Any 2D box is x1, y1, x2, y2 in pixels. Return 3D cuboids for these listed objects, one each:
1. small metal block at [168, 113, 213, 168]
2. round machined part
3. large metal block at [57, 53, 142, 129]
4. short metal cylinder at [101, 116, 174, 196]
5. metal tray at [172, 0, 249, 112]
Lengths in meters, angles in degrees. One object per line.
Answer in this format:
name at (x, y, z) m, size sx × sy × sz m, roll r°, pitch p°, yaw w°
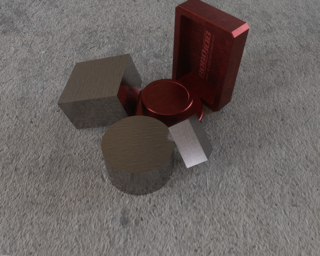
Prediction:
small metal block at (0.038, 0.013, 0.364) m, size 0.025 × 0.050 × 0.050 m, roll -25°, pitch 92°, yaw 19°
round machined part at (0.009, -0.029, 0.420) m, size 0.099 × 0.042 × 0.098 m, roll 0°, pitch 50°, yaw 0°
large metal block at (-0.076, -0.048, 0.412) m, size 0.080 × 0.050 × 0.080 m, roll -6°, pitch 48°, yaw 17°
short metal cylinder at (-0.025, 0.032, 0.362) m, size 0.081 × 0.050 × 0.080 m, roll 0°, pitch 50°, yaw 0°
metal tray at (0.060, -0.094, 0.414) m, size 0.030 × 0.129 × 0.090 m, roll -37°, pitch 60°, yaw -27°
